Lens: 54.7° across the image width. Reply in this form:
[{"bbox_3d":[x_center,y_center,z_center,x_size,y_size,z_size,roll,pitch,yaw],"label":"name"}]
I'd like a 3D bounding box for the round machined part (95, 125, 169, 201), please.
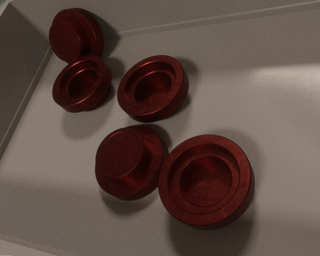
[{"bbox_3d":[-0.041,0.038,0.392,0.098,0.042,0.098,-13,56,20],"label":"round machined part"}]

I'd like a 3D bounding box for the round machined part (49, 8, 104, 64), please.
[{"bbox_3d":[-0.147,-0.149,0.522,0.098,0.097,0.042,3,27,29],"label":"round machined part"}]

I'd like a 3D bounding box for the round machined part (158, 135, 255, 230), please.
[{"bbox_3d":[0.051,0.059,0.331,0.098,0.042,0.098,-13,56,20],"label":"round machined part"}]

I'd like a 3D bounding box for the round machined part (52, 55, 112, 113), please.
[{"bbox_3d":[-0.119,-0.065,0.495,0.098,0.042,0.098,-13,56,20],"label":"round machined part"}]

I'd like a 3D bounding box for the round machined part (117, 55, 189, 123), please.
[{"bbox_3d":[-0.006,-0.049,0.427,0.098,0.042,0.098,-13,56,20],"label":"round machined part"}]
